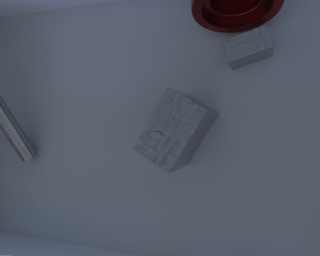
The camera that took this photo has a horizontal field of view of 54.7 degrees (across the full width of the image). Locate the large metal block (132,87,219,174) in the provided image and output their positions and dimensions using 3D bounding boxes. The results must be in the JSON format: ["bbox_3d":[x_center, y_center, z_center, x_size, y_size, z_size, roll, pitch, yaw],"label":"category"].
[{"bbox_3d":[0.023,0.002,0.373,0.050,0.080,0.080,33,101,16],"label":"large metal block"}]

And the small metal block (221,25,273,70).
[{"bbox_3d":[0.102,-0.092,0.361,0.050,0.050,0.025,-17,85,19],"label":"small metal block"}]

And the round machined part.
[{"bbox_3d":[0.084,-0.151,0.344,0.098,0.098,0.042,-6,74,19],"label":"round machined part"}]

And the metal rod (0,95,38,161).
[{"bbox_3d":[-0.262,-0.082,0.432,0.025,0.025,0.299,-18,111,19],"label":"metal rod"}]
